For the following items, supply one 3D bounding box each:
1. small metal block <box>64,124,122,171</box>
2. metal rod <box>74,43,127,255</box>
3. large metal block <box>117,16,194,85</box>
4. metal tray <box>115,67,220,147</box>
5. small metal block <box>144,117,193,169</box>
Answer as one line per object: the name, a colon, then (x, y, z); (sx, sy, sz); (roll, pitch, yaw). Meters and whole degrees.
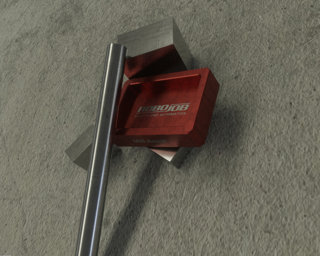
small metal block: (-0.088, 0.030, 0.414); (0.050, 0.050, 0.025); (-46, 51, -4)
metal rod: (-0.070, 0.047, 0.358); (0.025, 0.025, 0.299); (1, 78, 28)
large metal block: (-0.004, -0.095, 0.428); (0.080, 0.080, 0.050); (-13, 57, 21)
metal tray: (0.000, -0.023, 0.380); (0.130, 0.030, 0.090); (-2, 57, 35)
small metal block: (0.014, 0.015, 0.386); (0.050, 0.025, 0.050); (29, 77, 37)
